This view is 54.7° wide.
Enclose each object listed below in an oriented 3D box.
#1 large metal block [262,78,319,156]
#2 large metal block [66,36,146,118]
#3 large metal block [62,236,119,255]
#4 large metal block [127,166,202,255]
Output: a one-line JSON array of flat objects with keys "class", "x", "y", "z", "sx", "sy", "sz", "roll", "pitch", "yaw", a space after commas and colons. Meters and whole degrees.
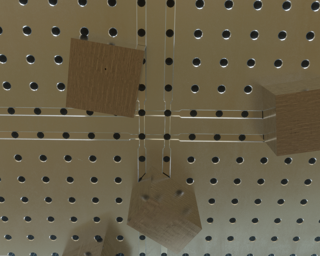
[{"class": "large metal block", "x": 0.181, "y": -0.016, "z": 0.397, "sx": 0.080, "sy": 0.050, "sz": 0.079, "roll": -8, "pitch": 110, "yaw": 2}, {"class": "large metal block", "x": -0.064, "y": -0.064, "z": 0.376, "sx": 0.081, "sy": 0.050, "sz": 0.079, "roll": 9, "pitch": 110, "yaw": -4}, {"class": "large metal block", "x": -0.104, "y": 0.230, "z": 0.484, "sx": 0.080, "sy": 0.050, "sz": 0.080, "roll": -26, "pitch": 108, "yaw": 9}, {"class": "large metal block", "x": 0.006, "y": 0.110, "z": 0.425, "sx": 0.080, "sy": 0.080, "sz": 0.050, "roll": 35, "pitch": 106, "yaw": -12}]
